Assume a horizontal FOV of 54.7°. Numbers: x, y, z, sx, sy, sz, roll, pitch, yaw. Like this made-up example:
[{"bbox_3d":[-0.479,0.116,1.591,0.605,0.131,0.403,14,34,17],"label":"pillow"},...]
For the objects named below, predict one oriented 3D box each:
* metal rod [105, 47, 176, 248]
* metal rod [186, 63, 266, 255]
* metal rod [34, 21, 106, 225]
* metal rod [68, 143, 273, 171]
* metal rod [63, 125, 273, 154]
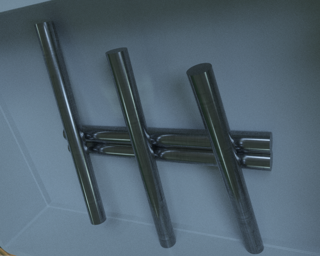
[{"bbox_3d":[-0.018,0.044,0.410,0.025,0.025,0.298,1,119,27],"label":"metal rod"},{"bbox_3d":[0.088,0.063,0.370,0.025,0.025,0.299,-4,125,30],"label":"metal rod"},{"bbox_3d":[-0.123,0.005,0.442,0.025,0.025,0.298,-1,110,28],"label":"metal rod"},{"bbox_3d":[-0.004,0.033,0.429,0.301,0.025,0.025,2,119,26],"label":"metal rod"},{"bbox_3d":[-0.008,0.012,0.418,0.301,0.025,0.025,2,119,26],"label":"metal rod"}]
